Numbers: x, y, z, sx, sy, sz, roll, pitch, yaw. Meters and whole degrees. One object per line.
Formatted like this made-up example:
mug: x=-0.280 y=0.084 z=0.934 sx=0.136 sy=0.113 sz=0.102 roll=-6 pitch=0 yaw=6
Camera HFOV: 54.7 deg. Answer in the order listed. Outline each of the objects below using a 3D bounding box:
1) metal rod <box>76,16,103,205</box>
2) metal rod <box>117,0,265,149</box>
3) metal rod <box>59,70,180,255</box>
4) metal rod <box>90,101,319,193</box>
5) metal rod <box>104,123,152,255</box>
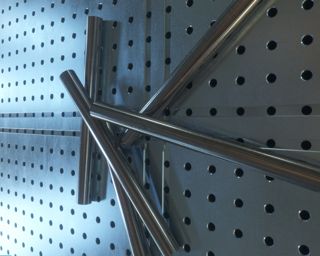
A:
metal rod: x=-0.114 y=-0.026 z=0.500 sx=0.025 sy=0.025 sz=0.298 roll=7 pitch=95 yaw=39
metal rod: x=0.037 y=-0.075 z=0.376 sx=0.299 sy=0.025 sz=0.025 roll=-47 pitch=62 yaw=29
metal rod: x=-0.064 y=0.039 z=0.436 sx=0.025 sy=0.025 sz=0.299 roll=-43 pitch=72 yaw=31
metal rod: x=0.033 y=0.012 z=0.359 sx=0.300 sy=0.025 sz=0.025 roll=17 pitch=101 yaw=31
metal rod: x=-0.048 y=0.104 z=0.446 sx=0.025 sy=0.025 sz=0.299 roll=-29 pitch=72 yaw=36
